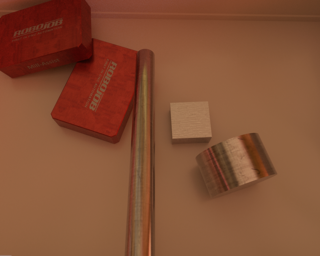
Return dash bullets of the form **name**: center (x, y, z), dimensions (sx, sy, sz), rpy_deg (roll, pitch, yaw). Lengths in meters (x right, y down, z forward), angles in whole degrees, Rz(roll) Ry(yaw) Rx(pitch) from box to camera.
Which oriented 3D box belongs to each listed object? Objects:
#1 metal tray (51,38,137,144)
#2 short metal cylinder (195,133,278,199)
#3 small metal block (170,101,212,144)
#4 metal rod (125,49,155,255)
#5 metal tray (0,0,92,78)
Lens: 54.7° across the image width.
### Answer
- **metal tray**: center (-0.078, -0.053, 0.425), dimensions (0.090, 0.030, 0.130), rpy_deg (18, 71, 6)
- **short metal cylinder**: center (0.089, 0.046, 0.365), dimensions (0.081, 0.080, 0.050), rpy_deg (-18, 71, -7)
- **small metal block**: center (0.040, -0.007, 0.413), dimensions (0.050, 0.025, 0.050), rpy_deg (-2, 70, -2)
- **metal rod**: center (-0.018, 0.021, 0.320), dimensions (0.025, 0.025, 0.300), rpy_deg (0, 51, -1)
- **metal tray**: center (-0.162, -0.128, 0.433), dimensions (0.130, 0.030, 0.090), rpy_deg (-11, 69, 12)
